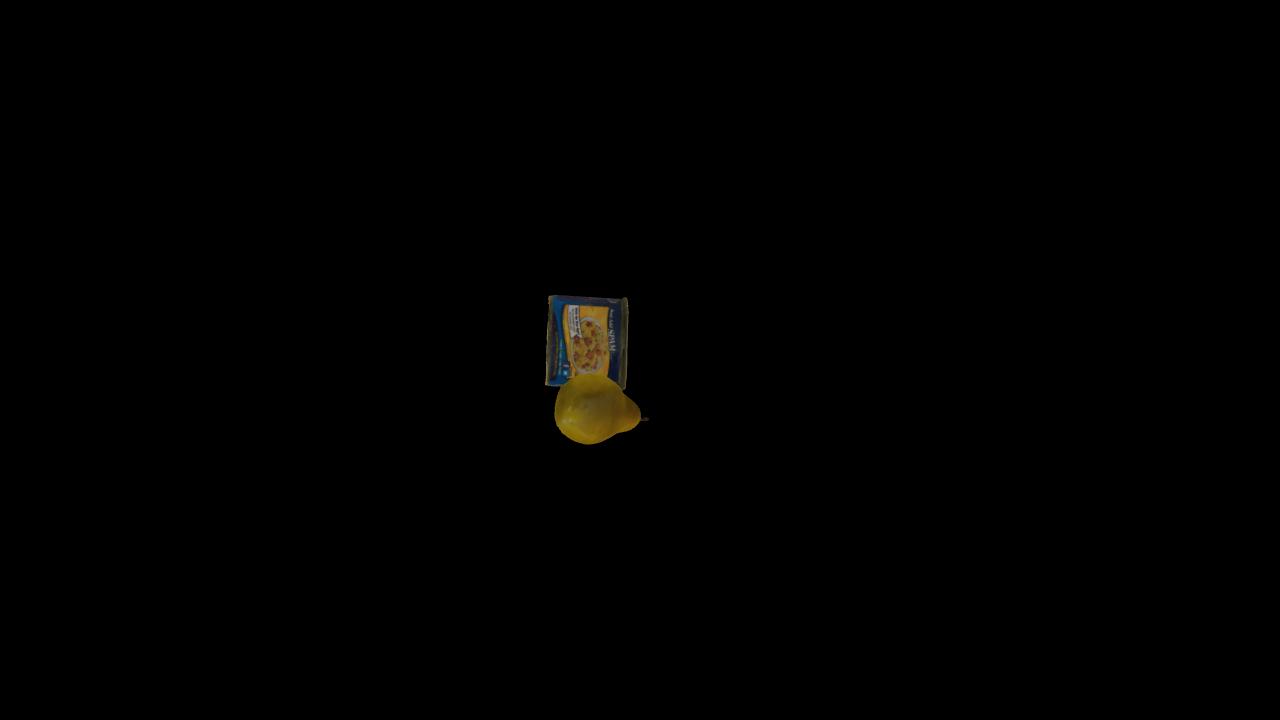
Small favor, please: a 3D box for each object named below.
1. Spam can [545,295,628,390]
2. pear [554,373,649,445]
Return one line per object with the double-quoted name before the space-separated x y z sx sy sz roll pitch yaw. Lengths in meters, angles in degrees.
"Spam can" -0.059 -0.018 0.667 0.085 0.101 0.058 2 -7 -9
"pear" -0.033 0.058 0.654 0.111 0.080 0.080 15 -6 -23
